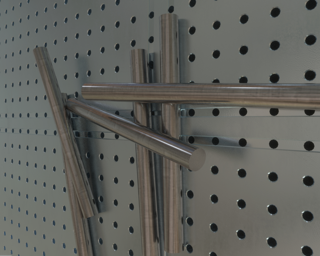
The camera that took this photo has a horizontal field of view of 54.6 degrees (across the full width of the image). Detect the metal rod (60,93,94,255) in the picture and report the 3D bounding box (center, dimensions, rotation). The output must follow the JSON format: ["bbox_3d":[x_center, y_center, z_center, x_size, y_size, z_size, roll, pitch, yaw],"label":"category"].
[{"bbox_3d":[-0.150,0.085,0.534,0.025,0.025,0.299,-20,78,38],"label":"metal rod"}]

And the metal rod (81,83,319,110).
[{"bbox_3d":[0.026,-0.040,0.360,0.300,0.025,0.025,5,94,31],"label":"metal rod"}]

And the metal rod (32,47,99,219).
[{"bbox_3d":[-0.161,0.003,0.523,0.025,0.025,0.299,-25,80,37],"label":"metal rod"}]

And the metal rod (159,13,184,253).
[{"bbox_3d":[0.015,0.006,0.398,0.025,0.025,0.298,-2,89,40],"label":"metal rod"}]

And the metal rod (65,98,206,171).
[{"bbox_3d":[-0.057,-0.004,0.428,0.300,0.025,0.025,21,104,47],"label":"metal rod"}]

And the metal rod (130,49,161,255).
[{"bbox_3d":[-0.020,0.041,0.427,0.025,0.025,0.299,-6,86,40],"label":"metal rod"}]
